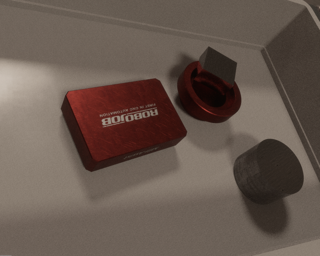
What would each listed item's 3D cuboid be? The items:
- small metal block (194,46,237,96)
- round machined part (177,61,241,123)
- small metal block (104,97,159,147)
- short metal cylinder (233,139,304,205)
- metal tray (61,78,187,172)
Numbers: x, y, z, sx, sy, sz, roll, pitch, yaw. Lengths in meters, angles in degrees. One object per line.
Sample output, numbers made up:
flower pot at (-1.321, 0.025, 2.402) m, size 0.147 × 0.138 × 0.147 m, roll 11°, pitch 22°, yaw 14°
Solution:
small metal block at (0.081, -0.083, 0.448) m, size 0.050 × 0.025 × 0.050 m, roll 27°, pitch 52°, yaw -12°
round machined part at (0.069, -0.049, 0.464) m, size 0.099 × 0.042 × 0.098 m, roll 14°, pitch 56°, yaw -21°
small metal block at (-0.038, -0.008, 0.391) m, size 0.050 × 0.025 × 0.050 m, roll -16°, pitch 70°, yaw -35°
short metal cylinder at (0.152, 0.062, 0.436) m, size 0.081 × 0.050 × 0.080 m, roll 14°, pitch 56°, yaw -21°
metal tray at (-0.041, -0.009, 0.378) m, size 0.131 × 0.030 × 0.090 m, roll -15°, pitch 70°, yaw -34°
